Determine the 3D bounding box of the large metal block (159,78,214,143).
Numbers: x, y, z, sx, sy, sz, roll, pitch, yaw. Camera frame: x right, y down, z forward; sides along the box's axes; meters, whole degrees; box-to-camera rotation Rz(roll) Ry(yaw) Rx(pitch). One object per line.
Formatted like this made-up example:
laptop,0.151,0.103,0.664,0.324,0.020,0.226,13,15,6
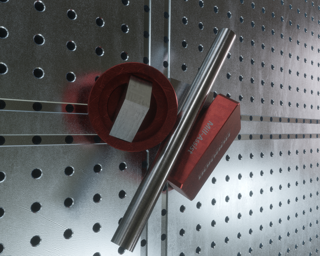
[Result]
large metal block,0.022,-0.015,0.413,0.081,0.050,0.080,12,83,-40

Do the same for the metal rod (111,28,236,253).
metal rod,0.026,-0.003,0.368,0.025,0.025,0.300,42,64,-32

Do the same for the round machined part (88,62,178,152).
round machined part,-0.033,-0.023,0.355,0.099,0.042,0.097,-1,93,-15

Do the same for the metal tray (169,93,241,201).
metal tray,0.061,0.029,0.415,0.130,0.030,0.090,-53,154,-11

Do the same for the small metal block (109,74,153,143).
small metal block,-0.031,-0.022,0.332,0.025,0.050,0.050,21,37,-13
